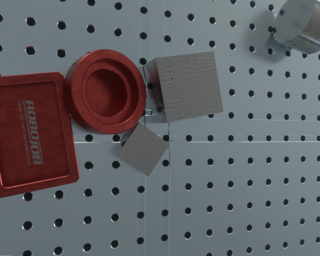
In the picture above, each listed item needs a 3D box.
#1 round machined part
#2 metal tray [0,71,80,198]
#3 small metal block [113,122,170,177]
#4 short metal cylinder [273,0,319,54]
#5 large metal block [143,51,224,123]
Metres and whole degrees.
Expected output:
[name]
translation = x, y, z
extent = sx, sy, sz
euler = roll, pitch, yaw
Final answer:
[round machined part]
translation = -0.068, -0.040, 0.368
extent = 0.099, 0.042, 0.097
euler = 3, 85, -40
[metal tray]
translation = -0.149, 0.005, 0.355
extent = 0.091, 0.030, 0.129
euler = -9, 93, -20
[small metal block]
translation = -0.024, 0.027, 0.405
extent = 0.050, 0.025, 0.050
euler = 37, 78, -17
[short metal cylinder]
translation = 0.219, -0.158, 0.466
extent = 0.050, 0.080, 0.080
euler = 16, 85, -20
[large metal block]
translation = 0.030, -0.053, 0.412
extent = 0.081, 0.050, 0.079
euler = -11, 94, -20
